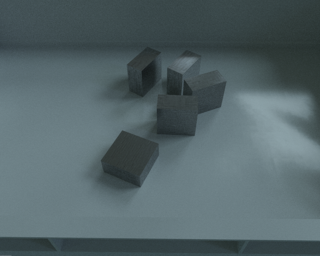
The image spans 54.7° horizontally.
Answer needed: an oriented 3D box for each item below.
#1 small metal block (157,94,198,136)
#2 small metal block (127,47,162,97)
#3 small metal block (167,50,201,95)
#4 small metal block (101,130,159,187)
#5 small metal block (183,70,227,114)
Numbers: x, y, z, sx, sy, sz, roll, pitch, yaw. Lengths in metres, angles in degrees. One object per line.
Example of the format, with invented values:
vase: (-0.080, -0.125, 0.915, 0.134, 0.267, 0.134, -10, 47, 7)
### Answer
small metal block: (0.022, -0.016, 0.402, 0.050, 0.050, 0.025, 2, 50, 2)
small metal block: (-0.022, -0.083, 0.458, 0.025, 0.050, 0.050, 27, 55, 20)
small metal block: (0.035, -0.077, 0.454, 0.025, 0.050, 0.050, 28, 56, 21)
small metal block: (-0.035, 0.036, 0.374, 0.050, 0.025, 0.050, 20, 53, 15)
small metal block: (0.060, -0.048, 0.429, 0.050, 0.050, 0.025, -18, 53, -15)
